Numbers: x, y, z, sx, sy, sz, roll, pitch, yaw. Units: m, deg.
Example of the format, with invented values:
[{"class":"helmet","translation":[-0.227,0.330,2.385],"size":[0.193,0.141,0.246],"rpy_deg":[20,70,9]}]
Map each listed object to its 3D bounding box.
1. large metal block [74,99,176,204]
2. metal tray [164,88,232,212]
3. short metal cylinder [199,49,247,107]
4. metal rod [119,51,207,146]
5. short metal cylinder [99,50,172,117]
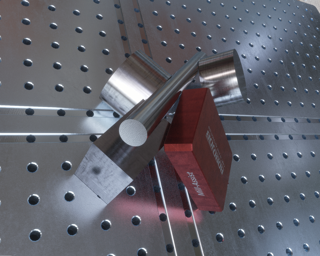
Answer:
[{"class":"large metal block","translation":[-0.038,0.026,0.337],"size":[0.050,0.080,0.080],"rpy_deg":[43,51,1]},{"class":"metal tray","translation":[0.052,0.028,0.366],"size":[0.130,0.030,0.090],"rpy_deg":[61,37,-41]},{"class":"short metal cylinder","translation":[0.096,-0.073,0.465],"size":[0.080,0.050,0.080],"rpy_deg":[40,45,-55]},{"class":"metal rod","translation":[0.023,-0.056,0.387],"size":[0.025,0.025,0.301],"rpy_deg":[40,30,-2]},{"class":"short metal cylinder","translation":[-0.030,-0.051,0.388],"size":[0.050,0.080,0.080],"rpy_deg":[40,51,-2]}]
